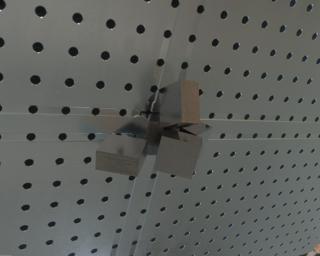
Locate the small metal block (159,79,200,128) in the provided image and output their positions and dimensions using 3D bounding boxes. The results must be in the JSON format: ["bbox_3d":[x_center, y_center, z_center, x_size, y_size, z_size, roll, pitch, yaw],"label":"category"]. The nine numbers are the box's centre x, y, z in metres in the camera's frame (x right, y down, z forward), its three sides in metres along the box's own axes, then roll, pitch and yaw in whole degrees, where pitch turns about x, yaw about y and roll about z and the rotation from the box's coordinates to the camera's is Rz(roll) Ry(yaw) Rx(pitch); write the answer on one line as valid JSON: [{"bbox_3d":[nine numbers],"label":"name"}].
[{"bbox_3d":[0.023,-0.027,0.377,0.025,0.050,0.050,3,81,-29],"label":"small metal block"}]

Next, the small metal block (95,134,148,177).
[{"bbox_3d":[-0.045,0.032,0.376,0.050,0.050,0.025,9,113,6],"label":"small metal block"}]

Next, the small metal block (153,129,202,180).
[{"bbox_3d":[0.023,0.032,0.395,0.050,0.025,0.050,14,115,1],"label":"small metal block"}]

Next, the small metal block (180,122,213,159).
[{"bbox_3d":[0.045,0.021,0.434,0.050,0.025,0.050,-22,134,-55],"label":"small metal block"}]

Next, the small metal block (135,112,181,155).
[{"bbox_3d":[-0.003,0.009,0.414,0.050,0.025,0.050,2,117,-29],"label":"small metal block"}]
